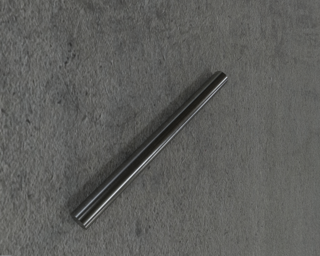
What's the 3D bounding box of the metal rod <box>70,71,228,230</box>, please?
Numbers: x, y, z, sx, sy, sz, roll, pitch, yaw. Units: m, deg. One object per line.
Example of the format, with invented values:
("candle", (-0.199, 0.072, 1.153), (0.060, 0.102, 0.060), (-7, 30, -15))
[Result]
("metal rod", (0.004, 0.011, 0.412), (0.301, 0.025, 0.025), (-44, 117, -31))
